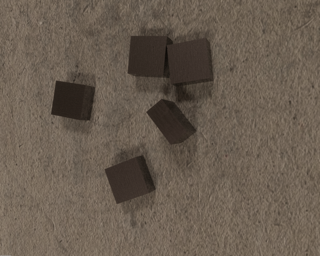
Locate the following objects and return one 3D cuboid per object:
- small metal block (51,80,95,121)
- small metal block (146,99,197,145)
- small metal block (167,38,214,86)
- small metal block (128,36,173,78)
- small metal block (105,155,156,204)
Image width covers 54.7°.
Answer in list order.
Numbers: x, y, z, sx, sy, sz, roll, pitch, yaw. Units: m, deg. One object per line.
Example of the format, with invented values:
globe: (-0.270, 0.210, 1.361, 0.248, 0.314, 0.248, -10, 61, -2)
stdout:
small metal block: (-0.127, -0.040, 0.452, 0.050, 0.025, 0.050, 11, 94, 19)
small metal block: (0.016, -0.008, 0.389, 0.025, 0.050, 0.050, -40, 78, 15)
small metal block: (0.039, -0.083, 0.395, 0.050, 0.025, 0.050, -6, 88, 19)
small metal block: (-0.013, -0.094, 0.413, 0.050, 0.025, 0.050, 6, 92, 19)
small metal block: (-0.041, 0.070, 0.422, 0.050, 0.025, 0.050, -23, 83, 18)
